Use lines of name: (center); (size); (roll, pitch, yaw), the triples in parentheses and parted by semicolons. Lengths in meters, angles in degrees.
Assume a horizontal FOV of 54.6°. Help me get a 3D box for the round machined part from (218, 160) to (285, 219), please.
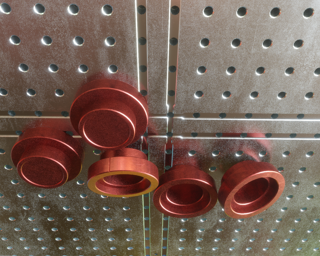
round machined part: (0.131, 0.087, 0.464); (0.099, 0.042, 0.097); (-10, 128, -13)

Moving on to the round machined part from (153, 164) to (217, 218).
round machined part: (0.038, 0.094, 0.481); (0.099, 0.042, 0.097); (0, 130, 0)

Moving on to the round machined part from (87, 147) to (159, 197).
round machined part: (-0.052, 0.061, 0.440); (0.099, 0.042, 0.098); (-3, 148, -2)

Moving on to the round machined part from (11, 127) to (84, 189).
round machined part: (-0.161, 0.049, 0.441); (0.099, 0.042, 0.097); (0, 130, 0)

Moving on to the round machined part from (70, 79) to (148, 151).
round machined part: (-0.064, -0.009, 0.392); (0.099, 0.042, 0.097); (0, 130, 0)
